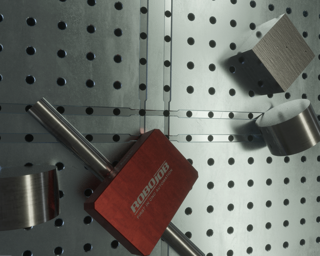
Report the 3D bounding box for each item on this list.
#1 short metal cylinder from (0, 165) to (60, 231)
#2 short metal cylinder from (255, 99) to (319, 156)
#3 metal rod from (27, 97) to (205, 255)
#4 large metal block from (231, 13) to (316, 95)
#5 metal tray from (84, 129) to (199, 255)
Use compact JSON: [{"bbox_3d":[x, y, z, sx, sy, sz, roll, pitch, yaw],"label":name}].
[{"bbox_3d":[-0.150,0.070,0.328,0.081,0.080,0.050,-4,92,-20],"label":"short metal cylinder"},{"bbox_3d":[0.190,-0.001,0.455,0.080,0.080,0.050,-33,101,-17],"label":"short metal cylinder"},{"bbox_3d":[-0.045,0.079,0.396,0.025,0.025,0.300,-47,105,-14],"label":"metal rod"},{"bbox_3d":[0.169,-0.107,0.464,0.080,0.050,0.080,-47,105,-14],"label":"large metal block"},{"bbox_3d":[-0.017,0.075,0.382,0.090,0.030,0.130,48,55,-14],"label":"metal tray"}]
